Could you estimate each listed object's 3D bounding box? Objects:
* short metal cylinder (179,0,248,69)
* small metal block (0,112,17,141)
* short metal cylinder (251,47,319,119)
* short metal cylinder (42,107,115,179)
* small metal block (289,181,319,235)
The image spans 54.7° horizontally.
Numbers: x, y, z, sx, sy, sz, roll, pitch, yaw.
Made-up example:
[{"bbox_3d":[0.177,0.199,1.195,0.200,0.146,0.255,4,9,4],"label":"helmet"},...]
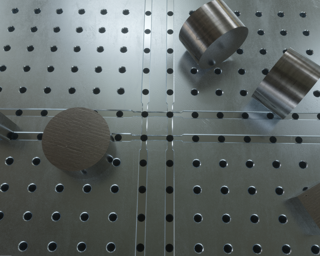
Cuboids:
[{"bbox_3d":[0.074,-0.128,0.430,0.080,0.080,0.050,-30,73,-10],"label":"short metal cylinder"},{"bbox_3d":[-0.224,-0.007,0.399,0.050,0.050,0.025,14,71,5],"label":"small metal block"},{"bbox_3d":[0.166,-0.058,0.405,0.050,0.080,0.080,39,75,13],"label":"short metal cylinder"},{"bbox_3d":[-0.099,0.020,0.390,0.081,0.050,0.080,0,70,0],"label":"short metal cylinder"},{"bbox_3d":[0.198,0.095,0.378,0.050,0.025,0.050,-27,72,-10],"label":"small metal block"}]
